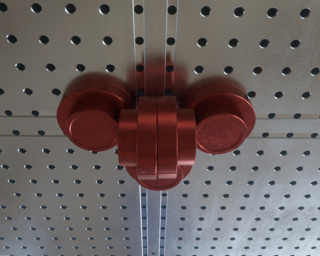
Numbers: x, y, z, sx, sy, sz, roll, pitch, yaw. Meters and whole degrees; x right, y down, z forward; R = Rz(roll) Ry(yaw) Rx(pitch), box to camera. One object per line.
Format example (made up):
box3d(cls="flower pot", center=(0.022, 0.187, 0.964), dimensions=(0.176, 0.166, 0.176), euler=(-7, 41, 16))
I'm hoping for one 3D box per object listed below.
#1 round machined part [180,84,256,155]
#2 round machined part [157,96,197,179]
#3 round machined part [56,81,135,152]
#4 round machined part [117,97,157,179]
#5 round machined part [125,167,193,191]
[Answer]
box3d(cls="round machined part", center=(0.073, -0.004, 0.397), dimensions=(0.099, 0.042, 0.097), euler=(-1, 130, 0))
box3d(cls="round machined part", center=(0.019, 0.010, 0.366), dimensions=(0.042, 0.098, 0.097), euler=(-1, 130, 0))
box3d(cls="round machined part", center=(-0.081, -0.008, 0.392), dimensions=(0.099, 0.042, 0.097), euler=(-1, 130, 0))
box3d(cls="round machined part", center=(-0.025, 0.011, 0.365), dimensions=(0.042, 0.098, 0.097), euler=(1, 130, -1))
box3d(cls="round machined part", center=(-0.002, 0.053, 0.446), dimensions=(0.099, 0.042, 0.097), euler=(-1, 130, 0))
